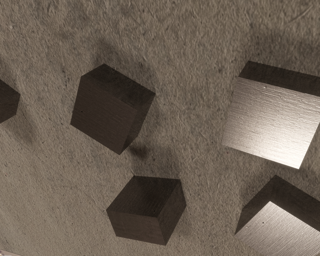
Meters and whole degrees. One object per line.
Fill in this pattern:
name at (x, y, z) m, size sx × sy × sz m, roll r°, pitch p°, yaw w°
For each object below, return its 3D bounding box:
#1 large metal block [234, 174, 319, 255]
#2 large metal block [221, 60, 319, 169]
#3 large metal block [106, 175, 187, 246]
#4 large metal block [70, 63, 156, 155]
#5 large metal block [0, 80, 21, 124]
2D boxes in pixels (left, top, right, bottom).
large metal block at (0.152, 0.118, 0.383) m, size 0.080 × 0.050 × 0.079 m, roll 32°, pitch 128°, yaw 7°
large metal block at (0.116, -0.015, 0.319) m, size 0.080 × 0.050 × 0.079 m, roll 18°, pitch 125°, yaw 17°
large metal block at (-0.017, 0.116, 0.450) m, size 0.080 × 0.080 × 0.050 m, roll 0°, pitch 118°, yaw 28°
large metal block at (-0.063, -0.025, 0.407) m, size 0.080 × 0.050 × 0.079 m, roll 31°, pitch 128°, yaw 7°
large metal block at (-0.288, -0.044, 0.493) m, size 0.080 × 0.080 × 0.050 m, roll 37°, pitch 129°, yaw 3°
